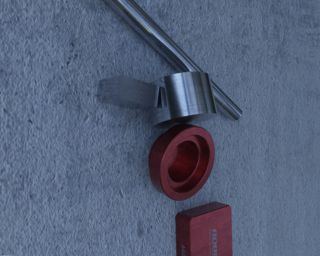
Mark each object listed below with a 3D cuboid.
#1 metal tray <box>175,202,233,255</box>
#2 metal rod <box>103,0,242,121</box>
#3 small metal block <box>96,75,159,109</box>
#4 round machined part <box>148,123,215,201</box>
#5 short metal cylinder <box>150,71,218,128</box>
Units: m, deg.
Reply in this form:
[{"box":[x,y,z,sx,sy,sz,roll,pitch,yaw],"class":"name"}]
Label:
[{"box":[0.068,0.183,0.458,0.091,0.030,0.129,-3,92,-40],"class":"metal tray"},{"box":[0.024,-0.096,0.424,0.301,0.025,0.025,37,68,-34],"class":"metal rod"},{"box":[-0.037,-0.039,0.357,0.050,0.050,0.025,11,83,-40],"class":"small metal block"},{"box":[0.024,0.041,0.405,0.099,0.042,0.097,-14,112,-38],"class":"round machined part"},{"box":[0.027,-0.032,0.386,0.081,0.080,0.050,-3,79,-40],"class":"short metal cylinder"}]
